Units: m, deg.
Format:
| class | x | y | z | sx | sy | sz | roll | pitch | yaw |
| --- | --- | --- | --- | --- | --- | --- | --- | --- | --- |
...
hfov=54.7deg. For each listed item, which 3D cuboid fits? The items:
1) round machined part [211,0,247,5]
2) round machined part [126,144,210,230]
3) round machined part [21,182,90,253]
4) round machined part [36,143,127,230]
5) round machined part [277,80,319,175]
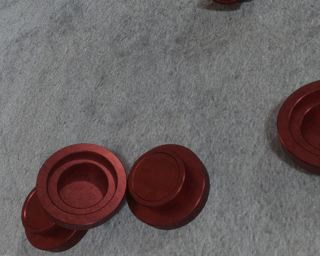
| class | x | y | z | sx | sy | sz | roll | pitch | yaw |
| --- | --- | --- | --- | --- | --- | --- | --- | --- | --- |
| round machined part | 0.095 | -0.215 | 0.438 | 0.098 | 0.098 | 0.042 | 15 | 70 | 33 |
| round machined part | 0.003 | 0.062 | 0.352 | 0.098 | 0.042 | 0.098 | -13 | 56 | 20 |
| round machined part | -0.136 | 0.105 | 0.398 | 0.098 | 0.042 | 0.098 | -13 | 56 | 20 |
| round machined part | -0.090 | 0.070 | 0.362 | 0.099 | 0.042 | 0.098 | 6 | 56 | -8 |
| round machined part | 0.169 | 0.003 | 0.303 | 0.098 | 0.042 | 0.098 | -13 | 56 | 20 |
